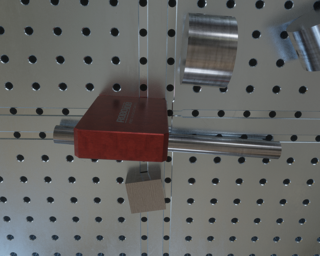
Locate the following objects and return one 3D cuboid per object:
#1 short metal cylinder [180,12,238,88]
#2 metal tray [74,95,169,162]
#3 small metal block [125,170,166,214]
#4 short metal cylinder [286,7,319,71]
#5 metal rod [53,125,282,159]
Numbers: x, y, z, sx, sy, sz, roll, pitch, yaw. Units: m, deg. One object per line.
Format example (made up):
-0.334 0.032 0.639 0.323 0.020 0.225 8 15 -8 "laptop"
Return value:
0.052 -0.087 0.352 0.050 0.080 0.079 4 110 -2 "short metal cylinder"
-0.037 -0.005 0.355 0.091 0.130 0.030 3 110 -1 "metal tray"
-0.020 0.092 0.447 0.050 0.025 0.050 -8 110 3 "small metal block"
0.191 -0.106 0.347 0.080 0.080 0.050 -29 108 10 "short metal cylinder"
0.011 0.019 0.420 0.302 0.025 0.025 4 110 -2 "metal rod"
